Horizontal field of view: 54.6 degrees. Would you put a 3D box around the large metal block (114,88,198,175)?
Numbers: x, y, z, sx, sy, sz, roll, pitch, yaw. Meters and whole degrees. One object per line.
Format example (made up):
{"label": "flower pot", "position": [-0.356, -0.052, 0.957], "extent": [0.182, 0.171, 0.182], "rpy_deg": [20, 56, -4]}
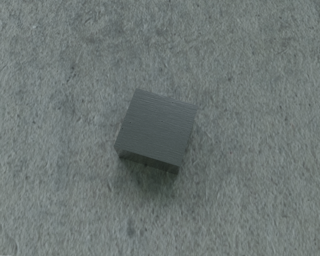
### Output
{"label": "large metal block", "position": [-0.003, 0.005, 0.393], "extent": [0.080, 0.050, 0.080], "rpy_deg": [16, 71, 6]}
